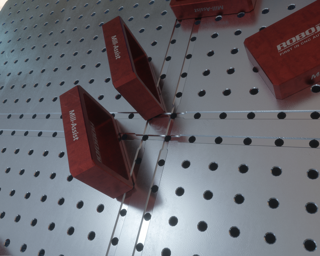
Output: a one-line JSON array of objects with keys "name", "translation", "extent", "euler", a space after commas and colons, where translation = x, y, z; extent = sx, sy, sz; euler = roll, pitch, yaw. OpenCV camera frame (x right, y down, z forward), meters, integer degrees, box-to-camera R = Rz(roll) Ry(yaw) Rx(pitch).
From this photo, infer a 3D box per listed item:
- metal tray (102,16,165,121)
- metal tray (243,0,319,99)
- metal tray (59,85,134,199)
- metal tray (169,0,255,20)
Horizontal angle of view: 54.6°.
[{"name": "metal tray", "translation": [-0.039, -0.085, 0.439], "extent": [0.030, 0.090, 0.130], "euler": [-26, 53, 13]}, {"name": "metal tray", "translation": [0.180, -0.102, 0.373], "extent": [0.130, 0.030, 0.090], "euler": [-27, 52, 11]}, {"name": "metal tray", "translation": [-0.083, 0.017, 0.400], "extent": [0.030, 0.090, 0.130], "euler": [-29, 52, 10]}, {"name": "metal tray", "translation": [0.089, -0.223, 0.495], "extent": [0.130, 0.030, 0.090], "euler": [5, 64, 30]}]
